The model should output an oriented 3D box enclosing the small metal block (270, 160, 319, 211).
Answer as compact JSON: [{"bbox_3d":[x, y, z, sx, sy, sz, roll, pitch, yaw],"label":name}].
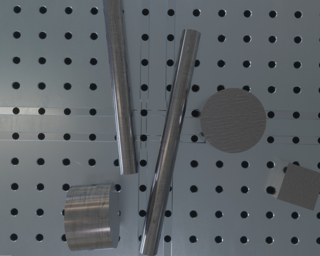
[{"bbox_3d":[0.184,0.076,0.415,0.050,0.025,0.050,18,90,0],"label":"small metal block"}]

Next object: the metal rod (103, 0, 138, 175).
[{"bbox_3d":[-0.056,-0.088,0.412,0.025,0.025,0.298,-6,90,0],"label":"metal rod"}]

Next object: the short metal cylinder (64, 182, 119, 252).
[{"bbox_3d":[-0.081,0.110,0.385,0.050,0.080,0.079,-5,90,0],"label":"short metal cylinder"}]

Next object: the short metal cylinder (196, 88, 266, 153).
[{"bbox_3d":[0.089,-0.009,0.402,0.081,0.050,0.079,0,90,0],"label":"short metal cylinder"}]

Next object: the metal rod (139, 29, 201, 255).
[{"bbox_3d":[0.013,0.019,0.413,0.025,0.025,0.298,11,90,0],"label":"metal rod"}]
